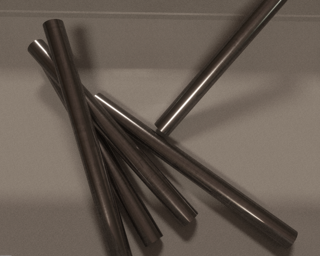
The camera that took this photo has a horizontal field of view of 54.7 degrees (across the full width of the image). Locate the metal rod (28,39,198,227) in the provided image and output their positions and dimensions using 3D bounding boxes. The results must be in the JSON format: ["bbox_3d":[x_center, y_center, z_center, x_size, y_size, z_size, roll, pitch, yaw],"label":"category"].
[{"bbox_3d":[-0.064,0.001,0.391,0.025,0.025,0.300,-41,82,-14],"label":"metal rod"}]

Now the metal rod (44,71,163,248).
[{"bbox_3d":[-0.086,0.013,0.403,0.025,0.025,0.299,-31,73,-11],"label":"metal rod"}]

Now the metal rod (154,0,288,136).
[{"bbox_3d":[0.099,-0.109,0.386,0.025,0.025,0.299,43,100,13],"label":"metal rod"}]

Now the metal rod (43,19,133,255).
[{"bbox_3d":[-0.087,0.014,0.367,0.025,0.025,0.299,-17,85,-6],"label":"metal rod"}]

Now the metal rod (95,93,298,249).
[{"bbox_3d":[0.033,0.047,0.392,0.300,0.025,0.025,35,74,11],"label":"metal rod"}]
